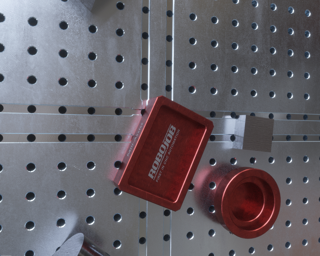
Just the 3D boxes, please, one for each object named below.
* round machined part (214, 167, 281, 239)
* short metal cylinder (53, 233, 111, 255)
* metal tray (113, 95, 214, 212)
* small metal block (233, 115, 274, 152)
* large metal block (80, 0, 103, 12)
[{"bbox_3d":[0.121,0.105,0.448,0.099,0.042,0.097,0,90,-20],"label":"round machined part"},{"bbox_3d":[-0.095,0.168,0.348,0.050,0.080,0.080,45,76,-15],"label":"short metal cylinder"},{"bbox_3d":[0.007,0.033,0.412,0.090,0.030,0.130,26,81,-18],"label":"metal tray"},{"bbox_3d":[0.140,0.009,0.464,0.050,0.025,0.050,7,88,-20],"label":"small metal block"},{"bbox_3d":[-0.081,-0.203,0.369,0.080,0.050,0.080,45,76,-15],"label":"large metal block"}]
